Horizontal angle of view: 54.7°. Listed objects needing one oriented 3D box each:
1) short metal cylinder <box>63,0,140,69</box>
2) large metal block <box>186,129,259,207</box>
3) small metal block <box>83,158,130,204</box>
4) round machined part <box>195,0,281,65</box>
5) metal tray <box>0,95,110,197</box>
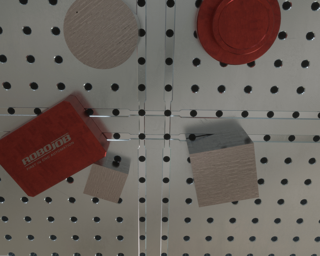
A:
[{"bbox_3d":[-0.064,-0.112,0.358,0.081,0.050,0.079,0,110,-1],"label":"short metal cylinder"},{"bbox_3d":[0.084,0.054,0.421,0.080,0.050,0.079,-10,110,3],"label":"large metal block"},{"bbox_3d":[-0.075,0.073,0.439,0.050,0.025,0.050,19,109,-7],"label":"small metal block"},{"bbox_3d":[0.092,-0.122,0.361,0.099,0.042,0.097,0,110,-1],"label":"round machined part"},{"bbox_3d":[-0.147,0.026,0.418,0.130,0.030,0.090,-30,108,10],"label":"metal tray"}]
